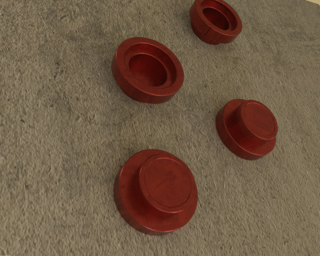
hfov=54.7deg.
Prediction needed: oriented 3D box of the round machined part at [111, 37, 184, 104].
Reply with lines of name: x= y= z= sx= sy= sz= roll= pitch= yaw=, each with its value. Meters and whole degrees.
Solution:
round machined part: x=-0.020 y=-0.074 z=0.427 sx=0.099 sy=0.042 sz=0.098 roll=14 pitch=56 yaw=-21

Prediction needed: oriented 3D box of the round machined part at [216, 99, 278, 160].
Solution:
round machined part: x=0.138 y=-0.004 z=0.469 sx=0.099 sy=0.042 sz=0.098 roll=14 pitch=56 yaw=-21

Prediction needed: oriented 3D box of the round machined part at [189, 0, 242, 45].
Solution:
round machined part: x=0.096 y=-0.190 z=0.560 sx=0.099 sy=0.042 sz=0.098 roll=14 pitch=56 yaw=-21

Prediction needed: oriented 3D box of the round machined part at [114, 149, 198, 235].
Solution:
round machined part: x=0.001 y=0.068 z=0.352 sx=0.099 sy=0.042 sz=0.098 roll=14 pitch=56 yaw=-21
